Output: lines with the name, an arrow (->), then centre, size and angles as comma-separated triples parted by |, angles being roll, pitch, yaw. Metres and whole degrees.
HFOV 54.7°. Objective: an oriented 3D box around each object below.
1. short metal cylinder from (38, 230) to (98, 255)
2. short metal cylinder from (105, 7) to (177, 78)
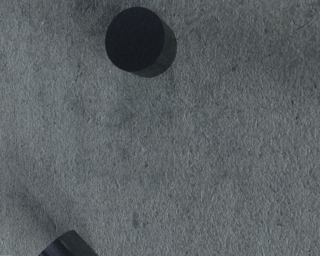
short metal cylinder -> -0.132, 0.189, 0.426 | 0.050, 0.080, 0.080 | 40, 103, 15
short metal cylinder -> -0.024, -0.109, 0.404 | 0.080, 0.050, 0.080 | 0, 90, 20
